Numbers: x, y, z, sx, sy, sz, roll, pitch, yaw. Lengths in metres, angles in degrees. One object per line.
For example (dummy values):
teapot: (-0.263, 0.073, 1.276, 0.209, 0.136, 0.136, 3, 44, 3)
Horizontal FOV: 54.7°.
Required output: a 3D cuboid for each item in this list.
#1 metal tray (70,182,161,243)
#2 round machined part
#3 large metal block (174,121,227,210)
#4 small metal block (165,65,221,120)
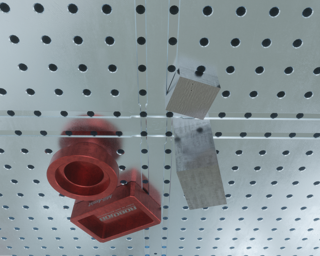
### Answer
metal tray: (-0.075, 0.148, 0.533, 0.130, 0.030, 0.090, -25, 126, 19)
round machined part: (-0.109, 0.059, 0.450, 0.099, 0.042, 0.097, 0, 130, 0)
large metal block: (0.054, 0.051, 0.419, 0.050, 0.080, 0.080, -12, 129, 10)
small metal block: (0.038, -0.042, 0.376, 0.050, 0.025, 0.050, 14, 129, -12)
